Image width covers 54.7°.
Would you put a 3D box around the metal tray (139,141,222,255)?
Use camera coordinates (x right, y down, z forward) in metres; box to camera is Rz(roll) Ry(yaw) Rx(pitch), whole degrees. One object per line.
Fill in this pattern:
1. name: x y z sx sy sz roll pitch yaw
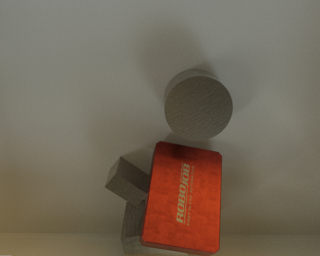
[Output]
1. metal tray: 0.029 0.087 0.393 0.091 0.130 0.030 11 149 -5

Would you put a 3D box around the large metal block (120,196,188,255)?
1. large metal block: -0.006 0.142 0.434 0.080 0.080 0.050 -9 110 3

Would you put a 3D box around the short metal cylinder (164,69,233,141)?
1. short metal cylinder: 0.045 -0.030 0.388 0.081 0.050 0.079 0 110 -1

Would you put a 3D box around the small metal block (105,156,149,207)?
1. small metal block: -0.044 0.072 0.424 0.050 0.050 0.025 36 106 -13
